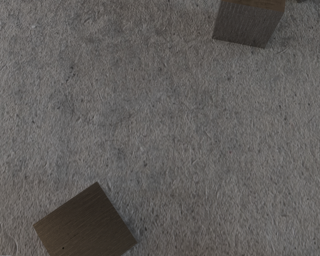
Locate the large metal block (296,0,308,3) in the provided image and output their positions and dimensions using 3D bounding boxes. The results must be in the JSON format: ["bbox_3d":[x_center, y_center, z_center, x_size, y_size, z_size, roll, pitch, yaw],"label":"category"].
[{"bbox_3d":[0.250,-0.248,0.471,0.080,0.080,0.050,-20,71,-7],"label":"large metal block"}]

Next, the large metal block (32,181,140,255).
[{"bbox_3d":[-0.080,0.120,0.350,0.080,0.050,0.080,-34,74,-12],"label":"large metal block"}]

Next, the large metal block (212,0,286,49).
[{"bbox_3d":[0.123,-0.164,0.439,0.080,0.080,0.050,12,71,4],"label":"large metal block"}]
